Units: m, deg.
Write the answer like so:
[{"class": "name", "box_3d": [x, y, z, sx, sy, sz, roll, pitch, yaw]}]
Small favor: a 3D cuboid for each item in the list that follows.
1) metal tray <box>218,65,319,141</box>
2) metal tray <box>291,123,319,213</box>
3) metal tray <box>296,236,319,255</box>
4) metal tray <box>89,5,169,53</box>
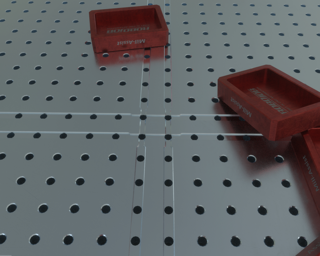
[{"class": "metal tray", "box_3d": [0.148, -0.040, 0.417, 0.091, 0.030, 0.130, -17, 36, -14]}, {"class": "metal tray", "box_3d": [0.221, 0.051, 0.363, 0.091, 0.030, 0.130, -1, 50, -2]}, {"class": "metal tray", "box_3d": [0.155, 0.147, 0.263, 0.131, 0.030, 0.090, -27, 76, -21]}, {"class": "metal tray", "box_3d": [-0.057, -0.180, 0.554, 0.131, 0.030, 0.090, -8, 51, -7]}]
